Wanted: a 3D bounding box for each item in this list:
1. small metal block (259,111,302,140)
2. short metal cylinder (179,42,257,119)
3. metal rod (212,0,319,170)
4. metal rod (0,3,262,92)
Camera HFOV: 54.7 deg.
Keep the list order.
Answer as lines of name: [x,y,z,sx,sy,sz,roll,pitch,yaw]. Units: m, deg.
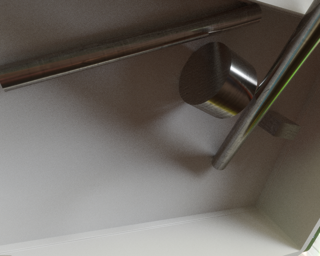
small metal block: [0.185,-0.007,0.492,0.050,0.050,0.025,10,113,-33]
short metal cylinder: [0.069,-0.057,0.378,0.050,0.080,0.080,22,106,-37]
metal rod: [0.119,-0.025,0.379,0.025,0.025,0.298,-16,151,-20]
metal rod: [-0.017,-0.095,0.341,0.302,0.025,0.025,-20,126,-17]
